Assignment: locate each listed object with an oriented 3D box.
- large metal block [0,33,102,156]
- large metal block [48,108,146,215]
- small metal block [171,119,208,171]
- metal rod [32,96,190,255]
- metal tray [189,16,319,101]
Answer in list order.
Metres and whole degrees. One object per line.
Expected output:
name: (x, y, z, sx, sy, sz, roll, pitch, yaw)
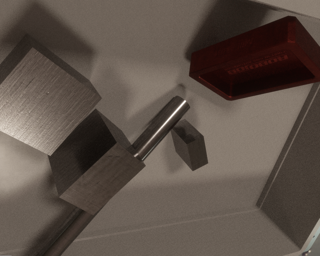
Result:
large metal block: (-0.120, -0.032, 0.308, 0.080, 0.050, 0.080, -48, 130, 5)
large metal block: (-0.075, 0.036, 0.356, 0.080, 0.080, 0.050, -43, 130, 1)
small metal block: (0.040, 0.023, 0.431, 0.025, 0.050, 0.050, -25, 128, -13)
metal rod: (-0.068, 0.076, 0.377, 0.300, 0.025, 0.025, -48, 131, -12)
metal tray: (0.111, -0.073, 0.362, 0.090, 0.130, 0.030, 24, 67, -40)
